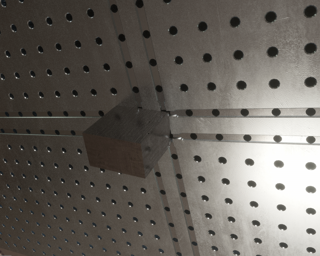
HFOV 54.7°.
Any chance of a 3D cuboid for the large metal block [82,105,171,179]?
[{"bbox_3d":[-0.039,0.014,0.404,0.080,0.080,0.050,9,122,23],"label":"large metal block"}]
